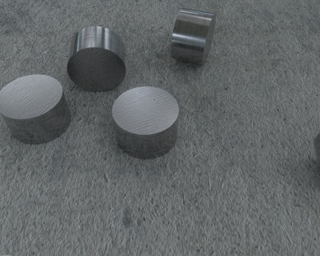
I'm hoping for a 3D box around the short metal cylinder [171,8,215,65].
[{"bbox_3d":[0.053,-0.144,0.489,0.050,0.080,0.080,15,52,12],"label":"short metal cylinder"}]

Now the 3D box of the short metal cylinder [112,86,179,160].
[{"bbox_3d":[-0.017,-0.007,0.393,0.080,0.050,0.080,0,50,0],"label":"short metal cylinder"}]

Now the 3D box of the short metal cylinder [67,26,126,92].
[{"bbox_3d":[-0.091,-0.099,0.450,0.081,0.080,0.050,-4,50,-4],"label":"short metal cylinder"}]

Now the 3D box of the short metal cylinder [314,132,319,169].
[{"bbox_3d":[0.219,0.033,0.341,0.080,0.080,0.050,4,50,3],"label":"short metal cylinder"}]

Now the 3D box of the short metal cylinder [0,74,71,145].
[{"bbox_3d":[-0.163,-0.025,0.407,0.080,0.050,0.080,0,50,0],"label":"short metal cylinder"}]
